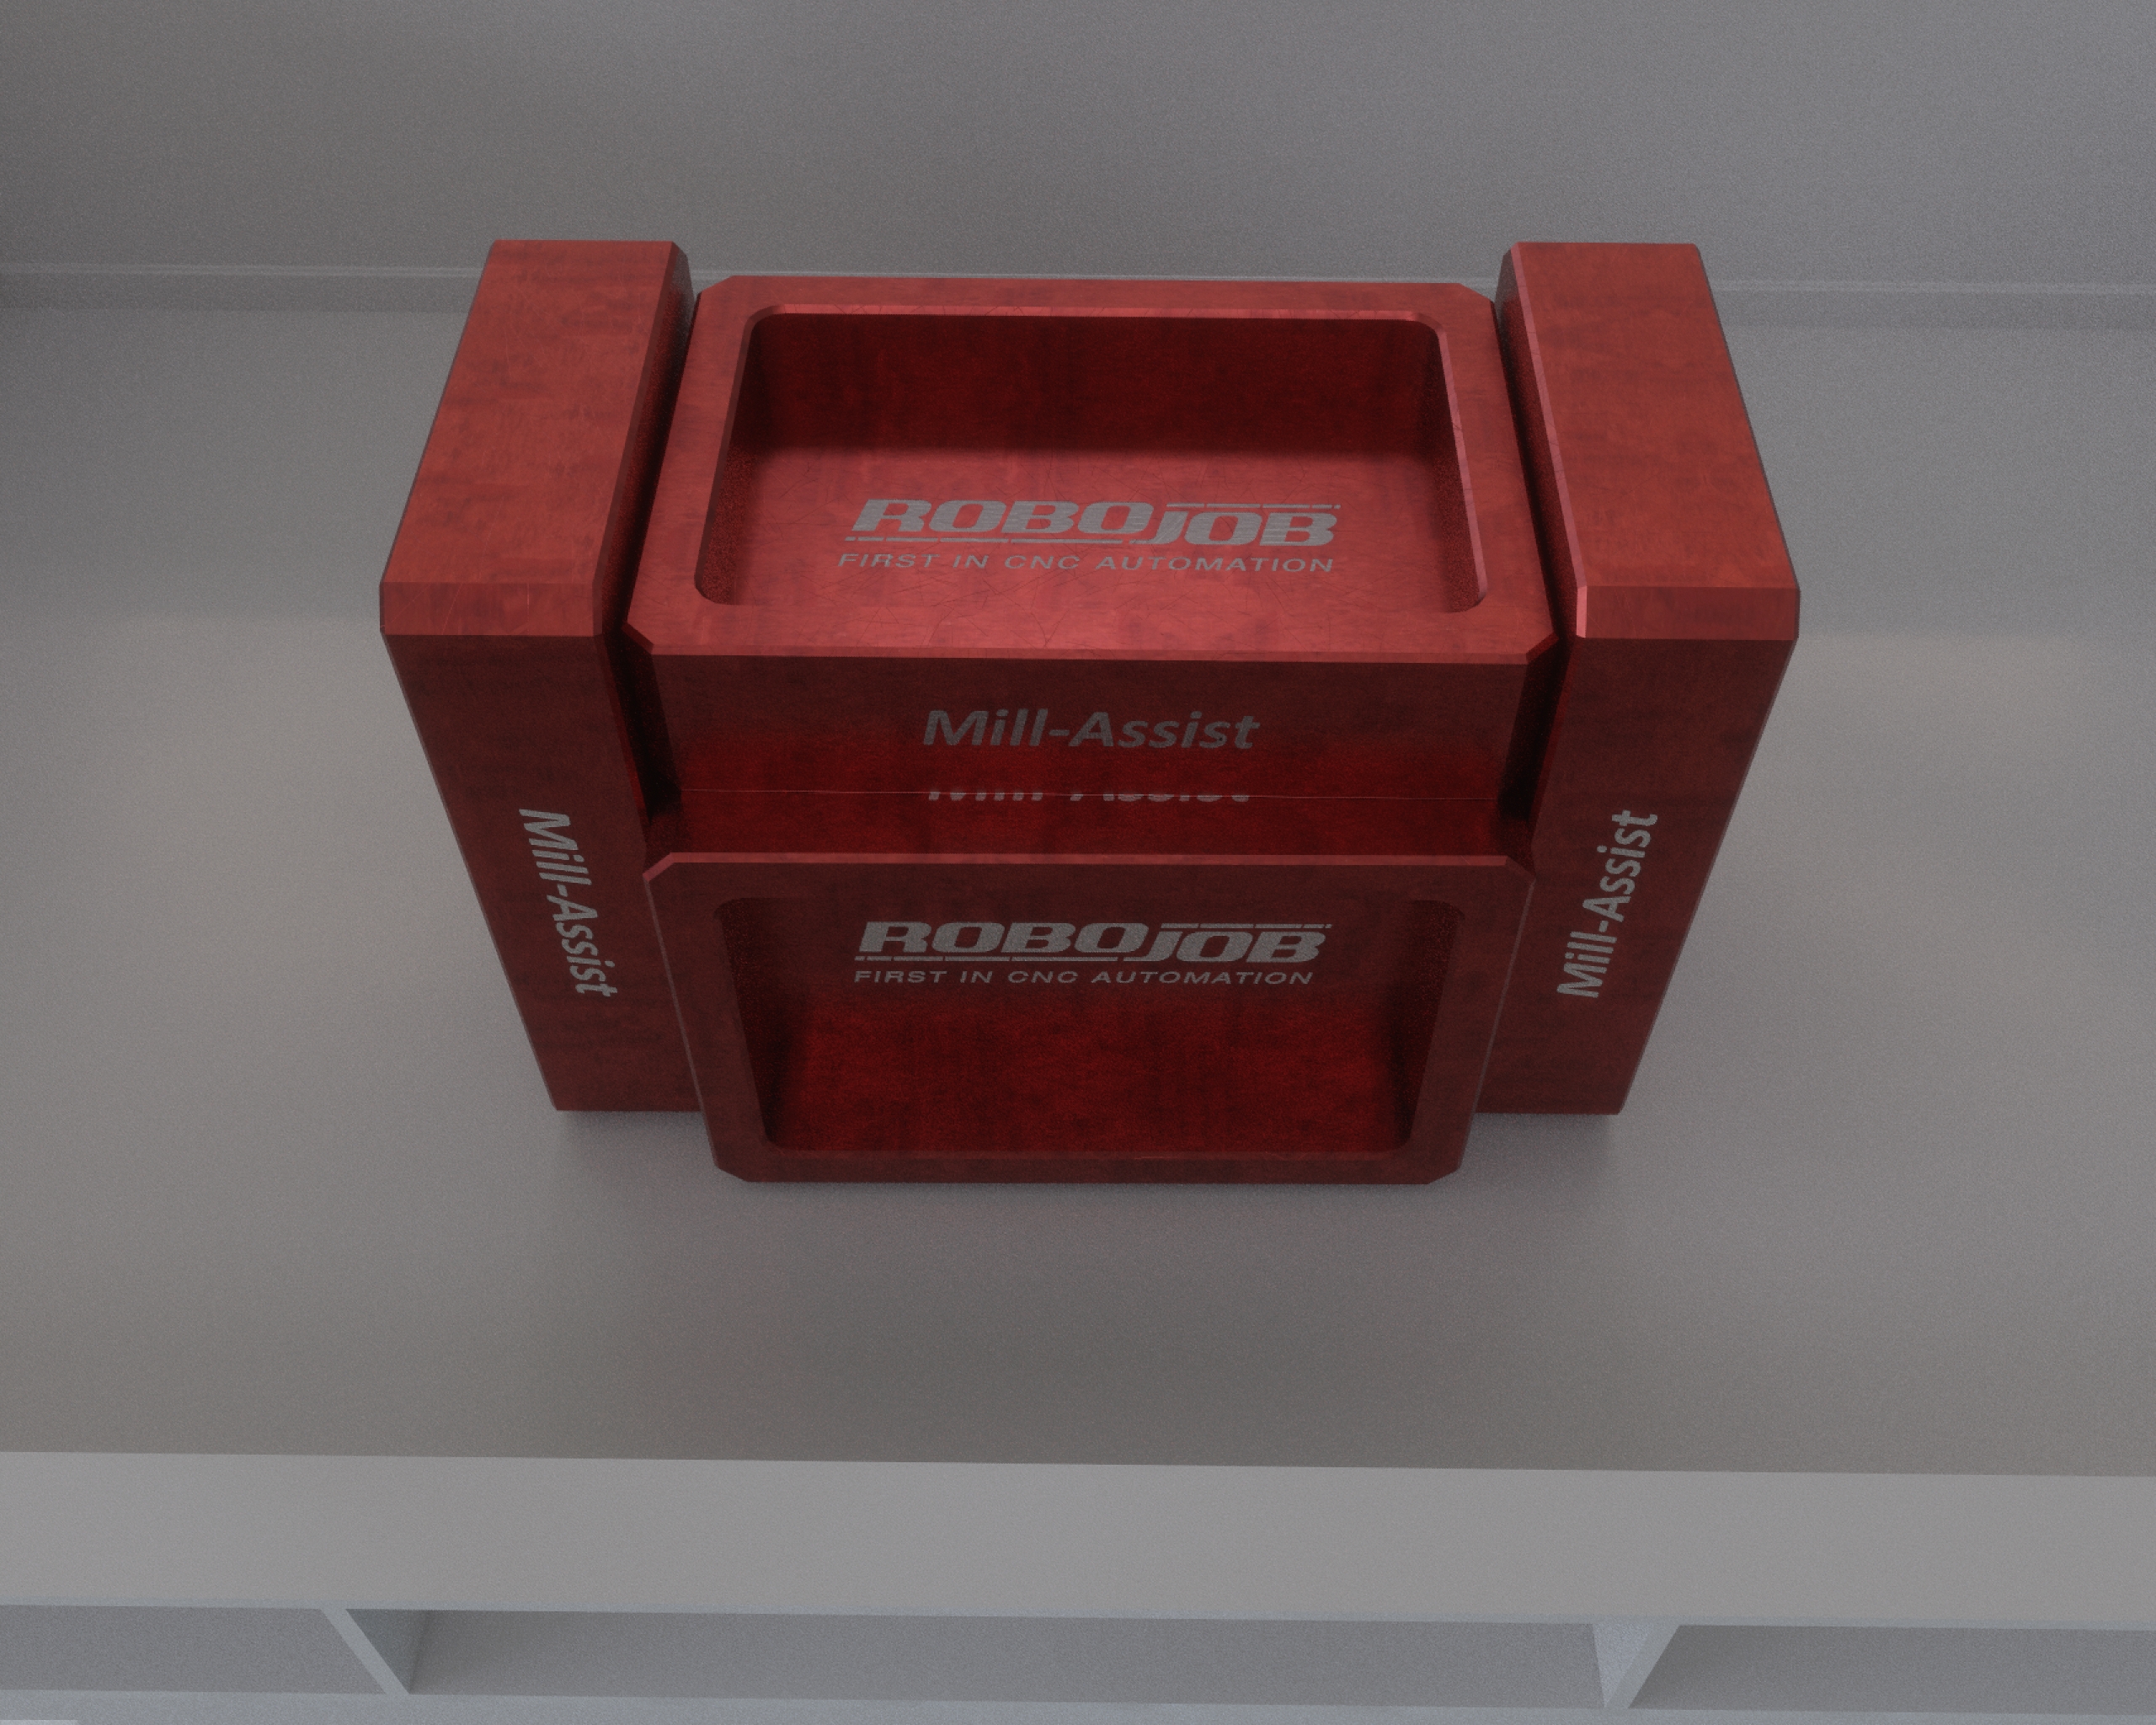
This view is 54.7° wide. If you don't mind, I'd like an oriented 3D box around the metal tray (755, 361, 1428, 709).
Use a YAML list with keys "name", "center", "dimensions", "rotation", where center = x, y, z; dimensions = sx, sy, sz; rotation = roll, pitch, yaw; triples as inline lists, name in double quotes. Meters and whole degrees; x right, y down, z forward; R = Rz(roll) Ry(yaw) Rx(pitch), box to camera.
- name: "metal tray"
  center: [0.003, -0.052, 0.402]
  dimensions: [0.131, 0.090, 0.030]
  rotation: [0, 51, 0]

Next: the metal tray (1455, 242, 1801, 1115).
- name: "metal tray"
  center: [0.084, -0.027, 0.357]
  dimensions: [0.030, 0.129, 0.090]
  rotation: [1, 51, 1]

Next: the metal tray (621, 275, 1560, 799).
- name: "metal tray"
  center: [0.002, -0.053, 0.327]
  dimensions: [0.131, 0.030, 0.090]
  rotation: [1, 50, 0]

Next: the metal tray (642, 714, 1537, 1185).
- name: "metal tray"
  center: [0.002, 0.017, 0.344]
  dimensions: [0.131, 0.089, 0.030]
  rotation: [0, 50, 0]

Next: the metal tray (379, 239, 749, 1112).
- name: "metal tray"
  center: [-0.079, -0.028, 0.357]
  dimensions: [0.030, 0.129, 0.090]
  rotation: [0, 51, 0]
